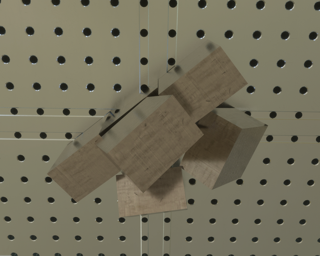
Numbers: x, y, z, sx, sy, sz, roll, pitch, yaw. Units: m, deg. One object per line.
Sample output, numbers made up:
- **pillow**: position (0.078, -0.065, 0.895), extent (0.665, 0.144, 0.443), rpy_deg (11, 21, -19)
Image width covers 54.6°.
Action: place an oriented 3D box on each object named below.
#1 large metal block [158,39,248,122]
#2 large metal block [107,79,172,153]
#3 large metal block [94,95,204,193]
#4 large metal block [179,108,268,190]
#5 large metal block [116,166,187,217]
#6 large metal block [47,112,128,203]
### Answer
- **large metal block**: position (0.045, -0.055, 0.364), extent (0.080, 0.080, 0.050), rpy_deg (-37, 106, 12)
- **large metal block**: position (-0.009, -0.003, 0.400), extent (0.080, 0.050, 0.080), rpy_deg (-37, 106, 12)
- **large metal block**: position (-0.015, 0.012, 0.321), extent (0.080, 0.080, 0.050), rpy_deg (-43, 106, -12)
- **large metal block**: position (0.080, 0.022, 0.385), extent (0.050, 0.081, 0.080), rpy_deg (34, 113, 32)
- **large metal block**: position (-0.007, 0.087, 0.408), extent (0.080, 0.080, 0.050), rpy_deg (-8, 74, 3)
- **large metal block**: position (-0.084, 0.034, 0.395), extent (0.080, 0.080, 0.050), rpy_deg (-36, 106, 12)
